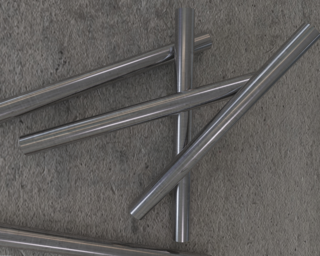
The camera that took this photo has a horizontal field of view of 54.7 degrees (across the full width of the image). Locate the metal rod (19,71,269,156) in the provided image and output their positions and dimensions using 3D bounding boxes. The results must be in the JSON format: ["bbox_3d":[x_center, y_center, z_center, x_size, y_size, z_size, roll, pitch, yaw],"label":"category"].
[{"bbox_3d":[-0.010,-0.021,0.369,0.302,0.025,0.025,-16,96,-6],"label":"metal rod"}]

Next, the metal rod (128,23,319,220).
[{"bbox_3d":[0.068,0.001,0.370,0.025,0.025,0.299,39,102,-16],"label":"metal rod"}]

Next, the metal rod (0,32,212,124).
[{"bbox_3d":[-0.067,-0.065,0.384,0.302,0.025,0.025,-23,98,-19],"label":"metal rod"}]

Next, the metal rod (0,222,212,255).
[{"bbox_3d":[-0.067,0.151,0.384,0.302,0.025,0.025,16,85,-19],"label":"metal rod"}]

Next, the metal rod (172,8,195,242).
[{"bbox_3d":[0.030,0.001,0.403,0.025,0.025,0.298,-2,97,-20],"label":"metal rod"}]
